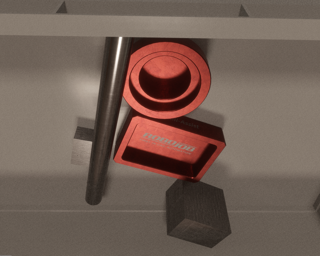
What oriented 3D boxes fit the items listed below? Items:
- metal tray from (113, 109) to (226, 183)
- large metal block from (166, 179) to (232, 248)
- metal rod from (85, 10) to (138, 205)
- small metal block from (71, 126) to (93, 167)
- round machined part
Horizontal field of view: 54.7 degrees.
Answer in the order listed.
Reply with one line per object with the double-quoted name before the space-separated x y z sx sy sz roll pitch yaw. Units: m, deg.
"metal tray" 0.012 0.024 0.425 0.131 0.030 0.089 17 128 -15
"large metal block" 0.057 0.130 0.485 0.080 0.080 0.050 23 126 -19
"metal rod" -0.066 0.006 0.369 0.025 0.025 0.298 10 135 -9
"small metal block" -0.095 0.029 0.432 0.050 0.025 0.050 11 129 -10
"round machined part" 0.005 -0.061 0.346 0.099 0.042 0.097 -1 130 0
